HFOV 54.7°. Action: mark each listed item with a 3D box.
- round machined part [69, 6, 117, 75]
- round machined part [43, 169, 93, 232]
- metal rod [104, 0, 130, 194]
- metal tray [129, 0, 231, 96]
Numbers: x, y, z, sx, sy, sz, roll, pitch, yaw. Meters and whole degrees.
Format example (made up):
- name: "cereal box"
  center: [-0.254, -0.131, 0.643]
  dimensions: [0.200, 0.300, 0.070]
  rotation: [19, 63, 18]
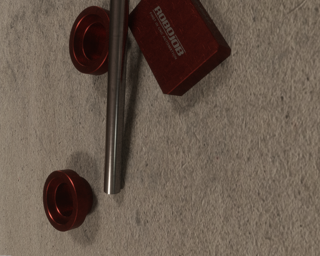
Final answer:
- name: "round machined part"
  center: [-0.090, -0.128, 0.466]
  dimensions: [0.098, 0.042, 0.097]
  rotation: [0, 90, 39]
- name: "round machined part"
  center: [-0.149, 0.117, 0.514]
  dimensions: [0.098, 0.042, 0.097]
  rotation: [0, 90, 39]
- name: "metal rod"
  center: [-0.060, -0.051, 0.428]
  dimensions: [0.025, 0.025, 0.298]
  rotation: [15, 107, 38]
- name: "metal tray"
  center: [0.018, -0.116, 0.385]
  dimensions: [0.090, 0.030, 0.130]
  rotation: [-39, 66, 32]
